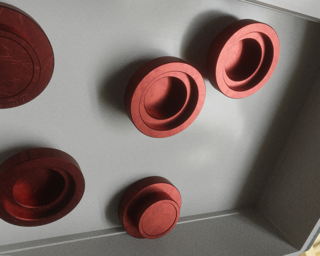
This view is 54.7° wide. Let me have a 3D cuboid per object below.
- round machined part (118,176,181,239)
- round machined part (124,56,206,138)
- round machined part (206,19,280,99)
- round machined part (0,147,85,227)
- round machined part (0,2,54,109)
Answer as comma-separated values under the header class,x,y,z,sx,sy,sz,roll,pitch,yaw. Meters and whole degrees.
class,x,y,z,sx,sy,sz,roll,pitch,yaw
round machined part,-0.010,0.125,0.463,0.099,0.042,0.097,-12,115,-25
round machined part,0.003,-0.040,0.376,0.099,0.042,0.097,-14,125,-21
round machined part,0.101,-0.090,0.399,0.099,0.042,0.097,-14,125,-21
round machined part,-0.141,0.063,0.360,0.099,0.042,0.097,-14,125,-21
round machined part,-0.147,-0.060,0.280,0.099,0.042,0.097,-14,125,-21
